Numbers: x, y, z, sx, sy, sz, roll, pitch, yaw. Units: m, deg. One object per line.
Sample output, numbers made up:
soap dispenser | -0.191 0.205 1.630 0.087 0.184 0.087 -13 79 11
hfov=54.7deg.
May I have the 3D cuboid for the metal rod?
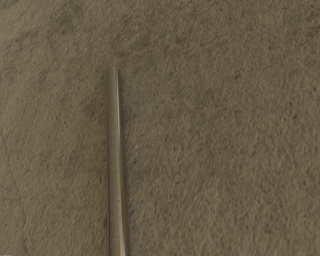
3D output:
metal rod | -0.059 0.035 0.411 0.025 0.025 0.299 -19 54 17
